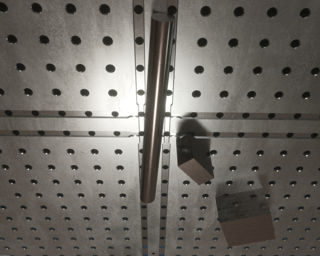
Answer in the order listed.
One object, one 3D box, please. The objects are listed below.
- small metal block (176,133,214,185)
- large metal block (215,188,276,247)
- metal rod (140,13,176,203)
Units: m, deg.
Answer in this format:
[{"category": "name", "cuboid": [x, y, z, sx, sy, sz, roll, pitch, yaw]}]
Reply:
[{"category": "small metal block", "cuboid": [0.049, 0.043, 0.433, 0.025, 0.050, 0.050, -32, 124, 23]}, {"category": "large metal block", "cuboid": [0.146, 0.154, 0.529, 0.080, 0.050, 0.080, -15, 129, 11]}, {"category": "metal rod", "cuboid": [-0.008, 0.000, 0.411, 0.025, 0.025, 0.298, 3, 130, -3]}]
